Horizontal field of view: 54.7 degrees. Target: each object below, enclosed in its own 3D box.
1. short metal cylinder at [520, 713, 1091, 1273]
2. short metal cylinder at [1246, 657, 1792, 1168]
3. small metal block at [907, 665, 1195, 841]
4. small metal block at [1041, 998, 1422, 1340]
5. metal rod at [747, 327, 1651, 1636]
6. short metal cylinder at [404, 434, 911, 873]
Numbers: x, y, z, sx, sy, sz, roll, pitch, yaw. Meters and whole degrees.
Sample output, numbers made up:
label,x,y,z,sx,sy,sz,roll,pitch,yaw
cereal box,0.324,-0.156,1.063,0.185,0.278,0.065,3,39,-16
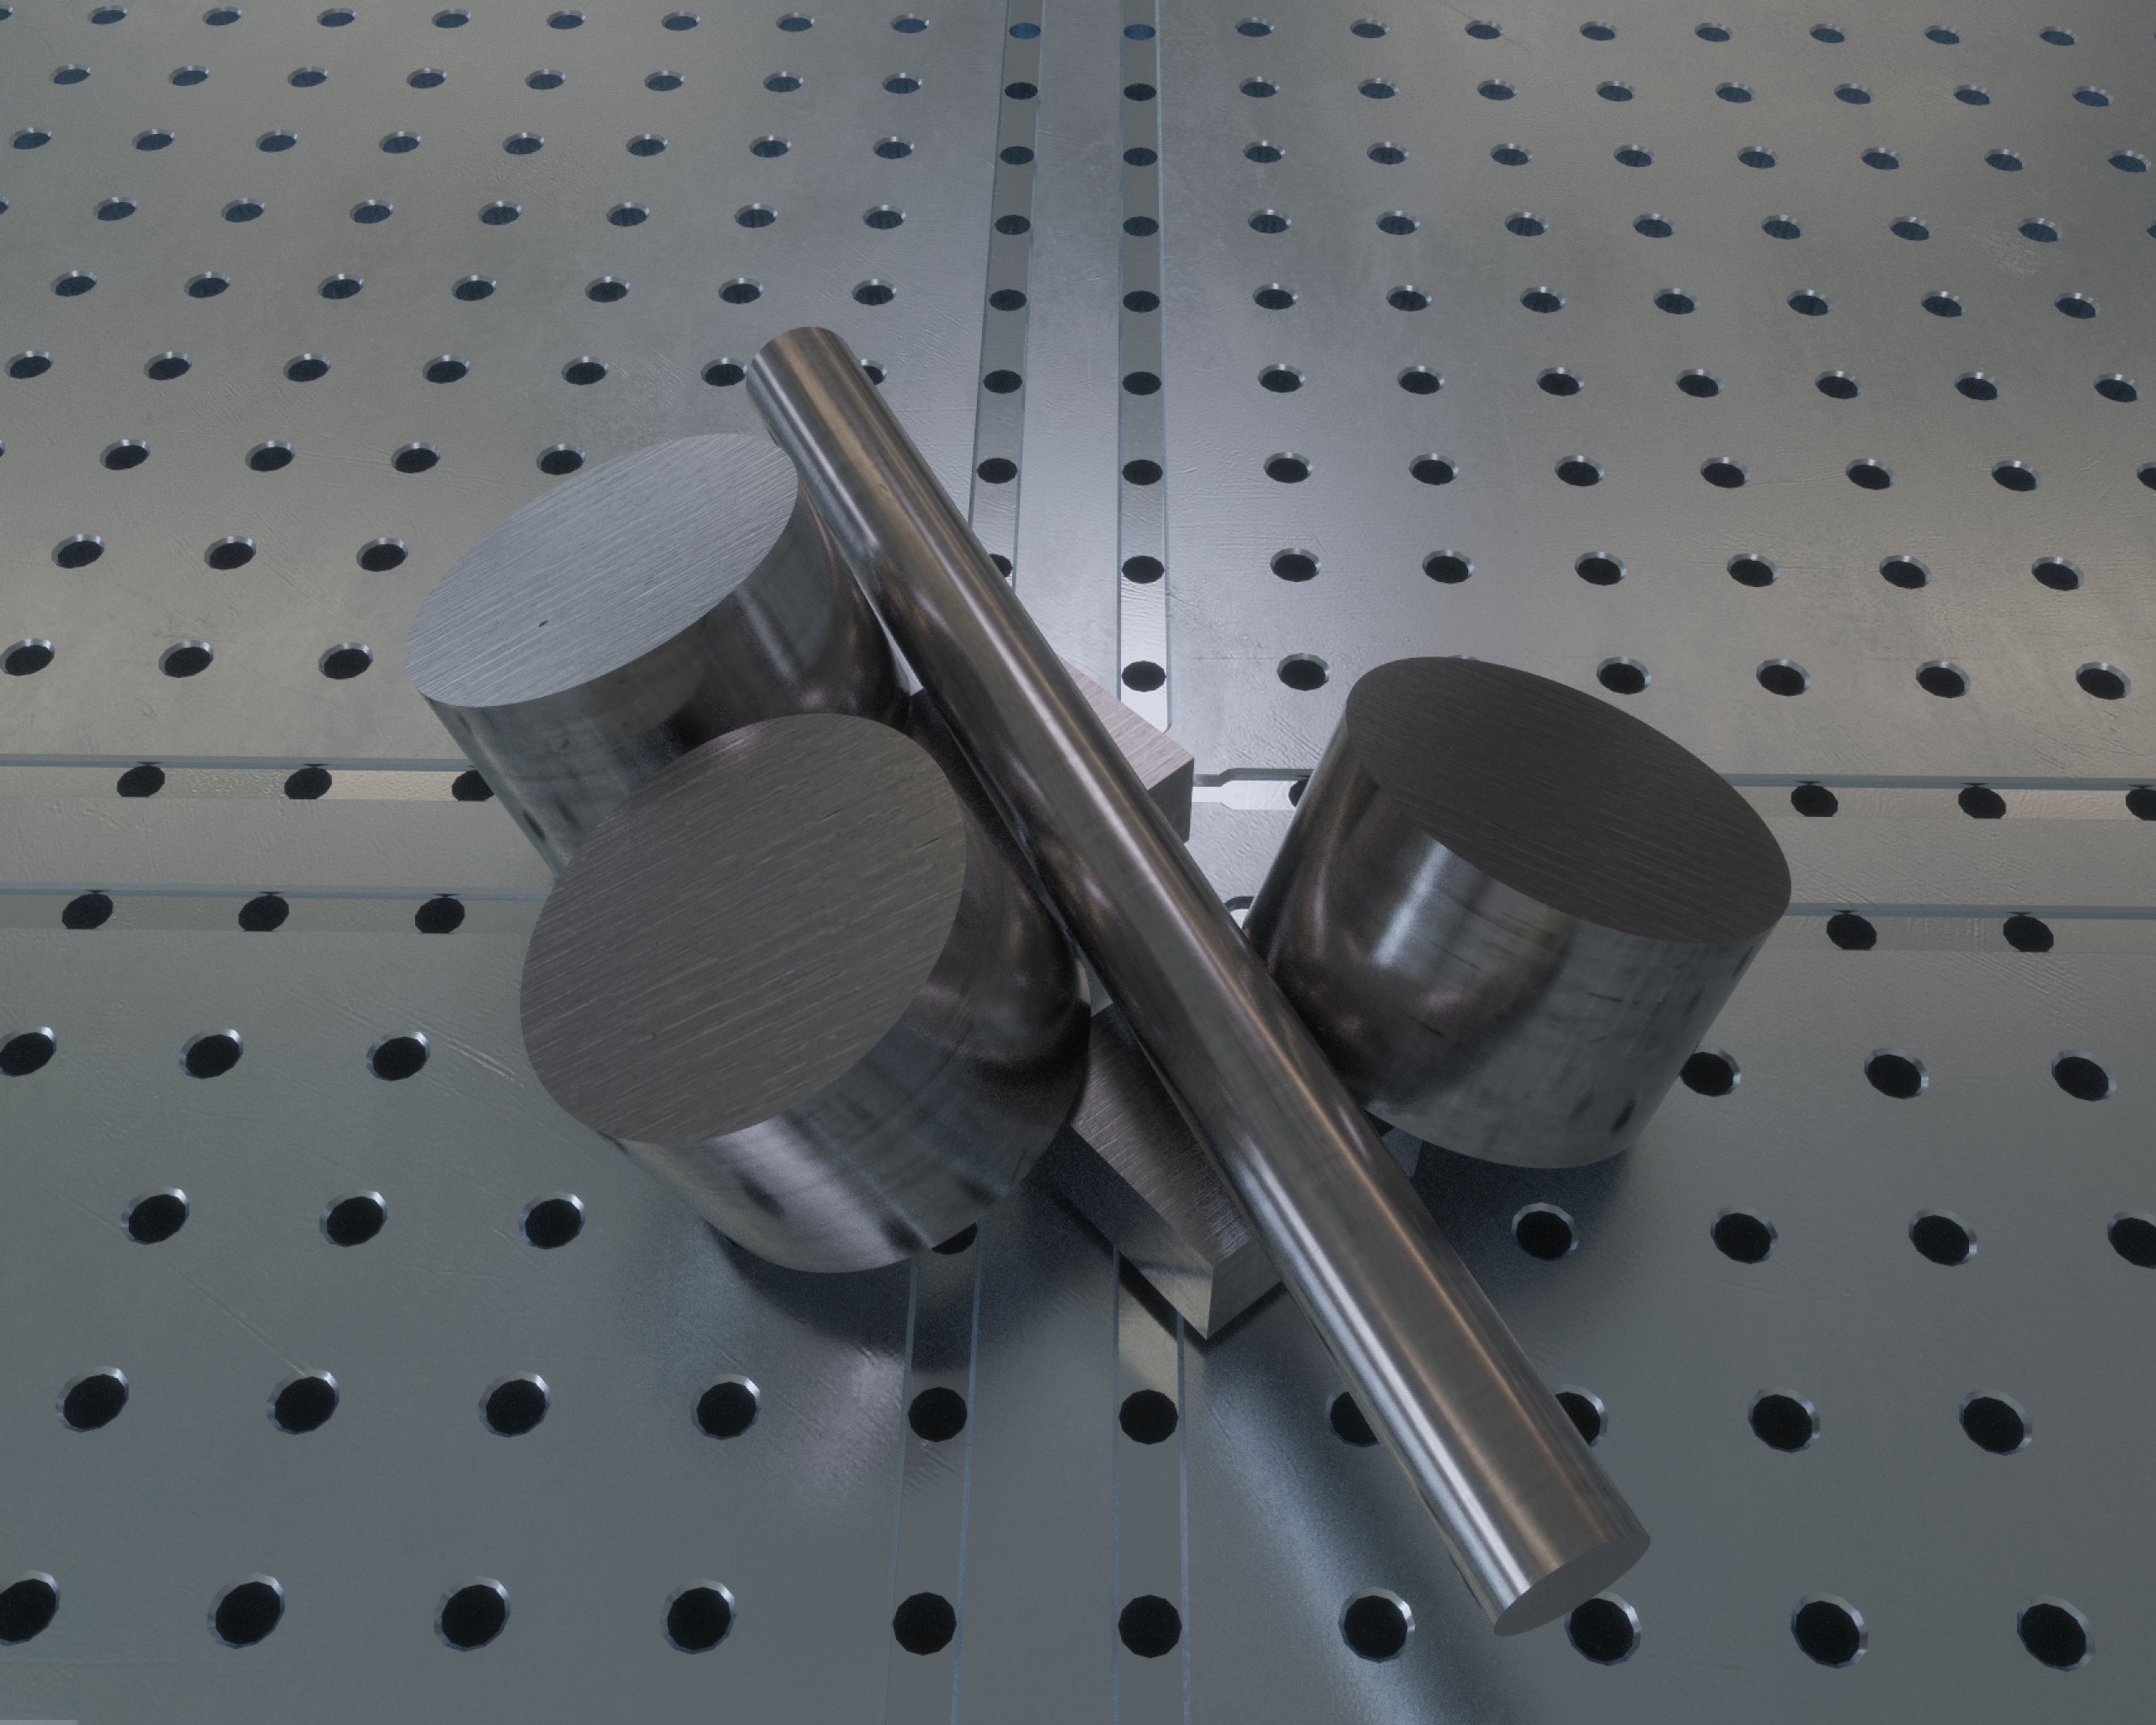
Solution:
label,x,y,z,sx,sy,sz,roll,pitch,yaw
short metal cylinder,-0.045,0.022,0.350,0.080,0.050,0.080,-13,52,18
short metal cylinder,0.075,0.007,0.364,0.081,0.050,0.080,15,33,-10
small metal block,-0.013,-0.013,0.414,0.050,0.025,0.050,-36,59,-26
small metal block,0.025,0.046,0.365,0.050,0.025,0.050,-33,58,-25
metal rod,0.003,-0.004,0.373,0.025,0.025,0.300,-20,53,-16
short metal cylinder,-0.079,-0.038,0.400,0.080,0.050,0.080,-16,40,14
